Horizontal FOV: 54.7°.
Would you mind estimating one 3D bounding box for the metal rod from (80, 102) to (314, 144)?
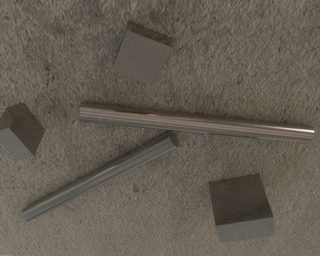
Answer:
[{"bbox_3d":[0.051,-0.006,0.403,0.302,0.025,0.025,6,130,-6],"label":"metal rod"}]

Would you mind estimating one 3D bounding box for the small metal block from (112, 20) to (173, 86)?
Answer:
[{"bbox_3d":[-0.020,-0.081,0.338,0.050,0.025,0.050,18,128,-15],"label":"small metal block"}]

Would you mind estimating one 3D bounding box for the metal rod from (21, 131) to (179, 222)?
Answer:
[{"bbox_3d":[-0.104,0.081,0.474,0.300,0.025,0.025,-28,125,21],"label":"metal rod"}]

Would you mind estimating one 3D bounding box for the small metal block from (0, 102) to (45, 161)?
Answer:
[{"bbox_3d":[-0.177,0.005,0.392,0.025,0.050,0.050,-15,129,12],"label":"small metal block"}]

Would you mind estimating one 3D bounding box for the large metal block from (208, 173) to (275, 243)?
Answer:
[{"bbox_3d":[0.124,0.123,0.478,0.080,0.080,0.050,-12,129,9],"label":"large metal block"}]
